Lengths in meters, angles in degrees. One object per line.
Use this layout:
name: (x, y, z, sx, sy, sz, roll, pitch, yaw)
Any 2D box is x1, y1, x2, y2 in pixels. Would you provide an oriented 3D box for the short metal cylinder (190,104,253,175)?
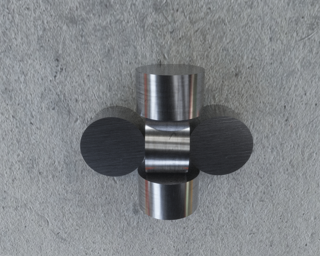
short metal cylinder: (0.074, 0.014, 0.403, 0.081, 0.050, 0.079, 0, 111, 0)

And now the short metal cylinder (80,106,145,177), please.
short metal cylinder: (-0.058, 0.016, 0.403, 0.081, 0.050, 0.079, 0, 110, -1)

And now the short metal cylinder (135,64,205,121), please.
short metal cylinder: (0.012, -0.045, 0.366, 0.081, 0.080, 0.050, 0, 110, 0)

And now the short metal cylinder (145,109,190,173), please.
short metal cylinder: (0.008, 0.016, 0.388, 0.050, 0.080, 0.079, 1, 110, 0)

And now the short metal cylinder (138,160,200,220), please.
short metal cylinder: (0.011, 0.077, 0.411, 0.081, 0.080, 0.050, 0, 110, 0)
